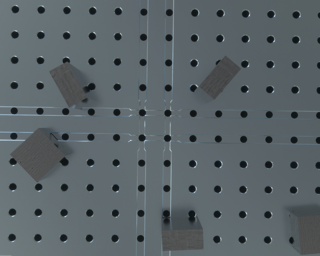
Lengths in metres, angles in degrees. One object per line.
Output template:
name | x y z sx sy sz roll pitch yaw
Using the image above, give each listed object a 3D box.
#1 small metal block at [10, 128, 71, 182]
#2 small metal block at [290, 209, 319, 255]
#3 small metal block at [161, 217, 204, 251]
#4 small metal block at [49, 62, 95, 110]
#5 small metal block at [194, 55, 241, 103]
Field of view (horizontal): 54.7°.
small metal block | -0.158 0.035 0.411 0.050 0.025 0.050 -43 91 0
small metal block | 0.207 0.139 0.416 0.050 0.025 0.050 -5 90 -1
small metal block | 0.028 0.136 0.401 0.050 0.050 0.025 -2 90 -1
small metal block | -0.111 -0.053 0.399 0.025 0.050 0.050 -29 90 0
small metal block | 0.073 -0.062 0.402 0.025 0.050 0.050 41 90 -1
